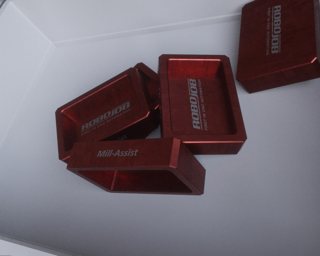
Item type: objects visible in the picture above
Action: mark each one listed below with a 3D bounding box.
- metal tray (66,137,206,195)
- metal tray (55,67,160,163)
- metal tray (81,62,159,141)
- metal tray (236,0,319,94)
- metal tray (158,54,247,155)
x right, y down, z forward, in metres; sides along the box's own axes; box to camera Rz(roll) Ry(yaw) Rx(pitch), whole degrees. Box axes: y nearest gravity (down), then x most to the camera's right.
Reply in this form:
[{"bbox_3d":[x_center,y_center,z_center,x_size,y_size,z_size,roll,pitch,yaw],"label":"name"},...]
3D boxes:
[{"bbox_3d":[-0.025,0.046,0.347,0.130,0.090,0.030,-4,60,25],"label":"metal tray"},{"bbox_3d":[-0.073,-0.014,0.408,0.130,0.030,0.090,-27,53,11],"label":"metal tray"},{"bbox_3d":[-0.044,-0.024,0.438,0.130,0.030,0.090,-44,51,-3],"label":"metal tray"},{"bbox_3d":[0.145,-0.112,0.380,0.090,0.030,0.130,-11,56,38],"label":"metal tray"},{"bbox_3d":[0.045,-0.032,0.372,0.091,0.030,0.130,0,57,-4],"label":"metal tray"}]
